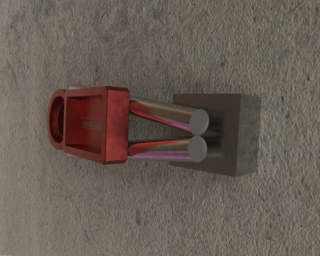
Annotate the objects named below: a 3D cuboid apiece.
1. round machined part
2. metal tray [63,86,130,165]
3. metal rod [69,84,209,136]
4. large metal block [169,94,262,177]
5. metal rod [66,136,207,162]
[{"bbox_3d":[-0.146,-0.013,0.505,0.098,0.042,0.097,-1,89,50],"label":"round machined part"},{"bbox_3d":[-0.088,-0.006,0.406,0.130,0.030,0.089,5,93,52],"label":"metal tray"},{"bbox_3d":[-0.053,-0.033,0.406,0.300,0.025,0.025,18,101,51],"label":"metal rod"},{"bbox_3d":[0.059,0.004,0.338,0.080,0.050,0.079,5,93,39],"label":"large metal block"},{"bbox_3d":[-0.056,0.029,0.409,0.299,0.025,0.025,-6,86,52],"label":"metal rod"}]
